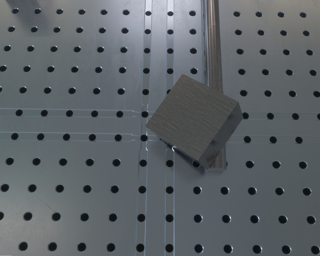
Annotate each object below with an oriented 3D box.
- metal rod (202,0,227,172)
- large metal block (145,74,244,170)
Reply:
[{"bbox_3d":[0.076,-0.087,0.443,0.025,0.025,0.299,2,70,0],"label":"metal rod"},{"bbox_3d":[0.043,-0.008,0.383,0.080,0.050,0.080,33,85,28],"label":"large metal block"}]
